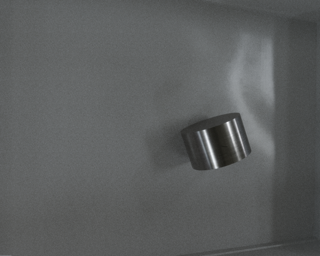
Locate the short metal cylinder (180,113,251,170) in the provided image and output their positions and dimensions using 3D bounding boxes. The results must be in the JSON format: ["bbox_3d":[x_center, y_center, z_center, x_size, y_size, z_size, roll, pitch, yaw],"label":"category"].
[{"bbox_3d":[0.073,0.016,0.408,0.081,0.080,0.050,-21,97,-19],"label":"short metal cylinder"}]
